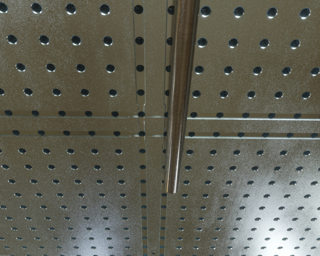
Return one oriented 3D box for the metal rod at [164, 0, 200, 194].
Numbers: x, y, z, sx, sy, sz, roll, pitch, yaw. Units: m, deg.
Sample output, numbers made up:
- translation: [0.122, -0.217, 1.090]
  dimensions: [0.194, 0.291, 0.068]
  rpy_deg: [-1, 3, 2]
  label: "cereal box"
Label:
- translation: [0.023, -0.019, 0.395]
  dimensions: [0.025, 0.025, 0.298]
  rpy_deg: [1, 130, -2]
  label: "metal rod"
